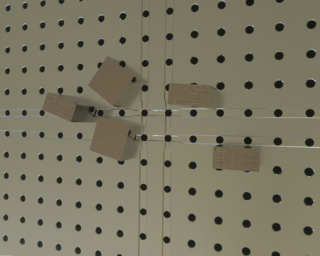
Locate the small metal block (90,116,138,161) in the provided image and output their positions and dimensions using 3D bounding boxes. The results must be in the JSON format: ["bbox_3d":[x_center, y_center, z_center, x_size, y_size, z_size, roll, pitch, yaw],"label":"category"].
[{"bbox_3d":[-0.065,0.014,0.434,0.050,0.025,0.050,17,96,18],"label":"small metal block"}]

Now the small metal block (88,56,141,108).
[{"bbox_3d":[-0.063,-0.064,0.434,0.050,0.025,0.050,39,102,15],"label":"small metal block"}]

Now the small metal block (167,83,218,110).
[{"bbox_3d":[0.042,-0.039,0.384,0.050,0.050,0.025,6,92,19],"label":"small metal block"}]

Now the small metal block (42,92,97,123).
[{"bbox_3d":[-0.128,-0.029,0.443,0.050,0.050,0.025,22,98,18],"label":"small metal block"}]

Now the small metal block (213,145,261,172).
[{"bbox_3d":[0.092,0.034,0.367,0.050,0.050,0.025,2,91,19],"label":"small metal block"}]
